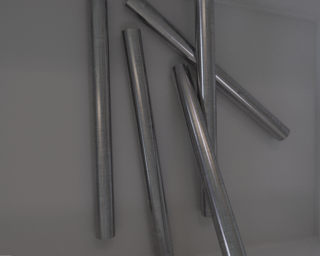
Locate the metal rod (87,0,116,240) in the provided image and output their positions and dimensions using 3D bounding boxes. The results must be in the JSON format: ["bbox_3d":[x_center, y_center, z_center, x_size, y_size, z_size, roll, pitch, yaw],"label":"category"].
[{"bbox_3d":[-0.073,-0.015,0.383,0.025,0.025,0.298,-2,91,-20],"label":"metal rod"}]

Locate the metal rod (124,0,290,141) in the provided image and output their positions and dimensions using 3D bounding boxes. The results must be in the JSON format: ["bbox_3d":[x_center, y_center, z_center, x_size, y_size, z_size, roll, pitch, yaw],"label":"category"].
[{"bbox_3d":[0.076,-0.077,0.438,0.301,0.025,0.025,37,78,-16],"label":"metal rod"}]

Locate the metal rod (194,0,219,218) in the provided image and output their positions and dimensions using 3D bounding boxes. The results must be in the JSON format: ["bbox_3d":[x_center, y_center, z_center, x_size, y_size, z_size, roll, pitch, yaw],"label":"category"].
[{"bbox_3d":[0.063,-0.026,0.414,0.025,0.025,0.298,-6,99,-20],"label":"metal rod"}]

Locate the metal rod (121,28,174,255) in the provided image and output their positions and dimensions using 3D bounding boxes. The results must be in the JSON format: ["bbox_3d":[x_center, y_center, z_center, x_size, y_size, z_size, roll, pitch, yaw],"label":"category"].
[{"bbox_3d":[-0.015,0.023,0.404,0.025,0.025,0.298,-10,93,-20],"label":"metal rod"}]

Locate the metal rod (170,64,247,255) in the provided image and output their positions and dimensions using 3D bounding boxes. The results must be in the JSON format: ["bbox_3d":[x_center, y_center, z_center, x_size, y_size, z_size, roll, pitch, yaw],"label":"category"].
[{"bbox_3d":[0.060,0.055,0.367,0.025,0.025,0.299,-6,67,-20],"label":"metal rod"}]
